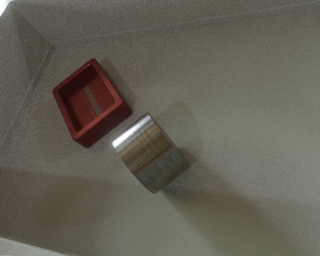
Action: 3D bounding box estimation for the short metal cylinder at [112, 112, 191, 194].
[{"bbox_3d":[-0.009,0.028,0.357,0.050,0.080,0.080,-38,51,2],"label":"short metal cylinder"}]

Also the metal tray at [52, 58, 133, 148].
[{"bbox_3d":[-0.109,-0.043,0.483,0.090,0.030,0.130,-38,51,2],"label":"metal tray"}]
